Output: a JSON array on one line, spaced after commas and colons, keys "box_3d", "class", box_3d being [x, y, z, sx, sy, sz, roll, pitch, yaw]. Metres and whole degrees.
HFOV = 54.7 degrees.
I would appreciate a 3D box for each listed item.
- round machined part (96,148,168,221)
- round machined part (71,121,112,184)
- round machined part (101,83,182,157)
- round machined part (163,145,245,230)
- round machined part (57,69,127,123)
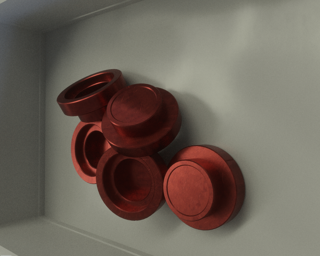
[{"box_3d": [-0.031, 0.066, 0.402, 0.098, 0.042, 0.097, 3, 97, 26], "class": "round machined part"}, {"box_3d": [-0.086, 0.032, 0.461, 0.098, 0.042, 0.097, 0, 90, 39], "class": "round machined part"}, {"box_3d": [-0.026, -0.016, 0.377, 0.098, 0.042, 0.098, -9, 50, 11], "class": "round machined part"}, {"box_3d": [0.043, 0.068, 0.356, 0.098, 0.042, 0.097, 0, 90, 39], "class": "round machined part"}, {"box_3d": [-0.092, -0.043, 0.444, 0.098, 0.098, 0.042, 4, 128, 39], "class": "round machined part"}]
